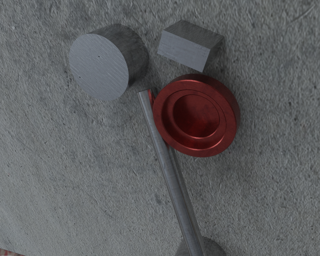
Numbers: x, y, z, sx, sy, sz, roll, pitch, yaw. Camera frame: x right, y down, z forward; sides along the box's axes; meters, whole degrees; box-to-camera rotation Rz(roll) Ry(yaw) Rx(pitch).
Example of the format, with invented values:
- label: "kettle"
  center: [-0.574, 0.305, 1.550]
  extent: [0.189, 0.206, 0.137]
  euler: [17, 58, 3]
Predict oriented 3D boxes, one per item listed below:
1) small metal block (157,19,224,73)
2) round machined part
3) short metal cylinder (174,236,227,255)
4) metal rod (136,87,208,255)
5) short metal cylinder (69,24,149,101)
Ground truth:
- label: "small metal block"
  center: [0.033, -0.086, 0.320]
  extent: [0.050, 0.050, 0.025]
  euler: [26, 128, 12]
- label: "round machined part"
  center: [0.045, -0.017, 0.361]
  extent: [0.098, 0.042, 0.097]
  euler: [13, 124, 21]
- label: "short metal cylinder"
  center: [0.061, 0.219, 0.494]
  extent: [0.080, 0.050, 0.079]
  euler: [13, 124, 21]
- label: "metal rod"
  center: [0.026, 0.092, 0.415]
  extent: [0.025, 0.025, 0.298]
  euler: [-11, 102, 33]
- label: "short metal cylinder"
  center: [-0.061, -0.079, 0.373]
  extent: [0.080, 0.050, 0.079]
  euler: [13, 124, 21]
